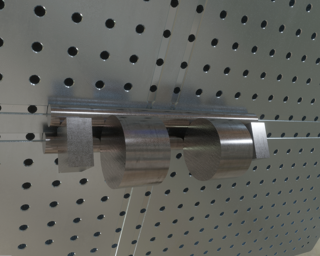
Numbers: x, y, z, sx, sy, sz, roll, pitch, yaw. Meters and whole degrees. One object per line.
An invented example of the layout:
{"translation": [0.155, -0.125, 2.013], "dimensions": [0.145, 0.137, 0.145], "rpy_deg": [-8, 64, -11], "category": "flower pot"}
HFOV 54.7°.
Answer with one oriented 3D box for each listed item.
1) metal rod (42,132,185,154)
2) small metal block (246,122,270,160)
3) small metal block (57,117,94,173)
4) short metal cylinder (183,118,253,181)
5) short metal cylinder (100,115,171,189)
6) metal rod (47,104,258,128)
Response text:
{"translation": [0.001, 0.018, 0.423], "dimensions": [0.303, 0.025, 0.025], "rpy_deg": [1, 118, -29], "category": "metal rod"}
{"translation": [0.127, 0.022, 0.449], "dimensions": [0.025, 0.050, 0.050], "rpy_deg": [1, 77, -28], "category": "small metal block"}
{"translation": [-0.091, 0.020, 0.329], "dimensions": [0.025, 0.050, 0.050], "rpy_deg": [1, 76, -29], "category": "small metal block"}
{"translation": [0.073, 0.027, 0.404], "dimensions": [0.050, 0.080, 0.079], "rpy_deg": [1, 118, -29], "category": "short metal cylinder"}
{"translation": [-0.030, 0.026, 0.347], "dimensions": [0.050, 0.080, 0.079], "rpy_deg": [1, 118, -29], "category": "short metal cylinder"}
{"translation": [0.012, -0.012, 0.410], "dimensions": [0.303, 0.025, 0.025], "rpy_deg": [1, 118, -29], "category": "metal rod"}
